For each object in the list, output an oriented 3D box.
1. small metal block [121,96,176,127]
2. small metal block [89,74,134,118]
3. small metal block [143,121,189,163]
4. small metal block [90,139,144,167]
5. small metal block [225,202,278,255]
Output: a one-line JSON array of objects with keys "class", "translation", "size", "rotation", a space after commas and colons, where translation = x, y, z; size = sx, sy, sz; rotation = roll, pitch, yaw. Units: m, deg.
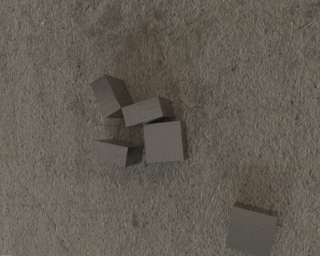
[{"class": "small metal block", "translation": [-0.014, -0.020, 0.400], "size": [0.050, 0.050, 0.025], "rotation": [-16, 85, 19]}, {"class": "small metal block", "translation": [-0.061, -0.041, 0.417], "size": [0.025, 0.050, 0.050], "rotation": [-30, 80, 18]}, {"class": "small metal block", "translation": [0.008, 0.018, 0.406], "size": [0.050, 0.025, 0.050], "rotation": [-6, 88, 19]}, {"class": "small metal block", "translation": [-0.056, 0.032, 0.415], "size": [0.050, 0.050, 0.025], "rotation": [11, 94, 19]}, {"class": "small metal block", "translation": [0.110, 0.121, 0.370], "size": [0.050, 0.025, 0.050], "rotation": [11, 94, 19]}]
